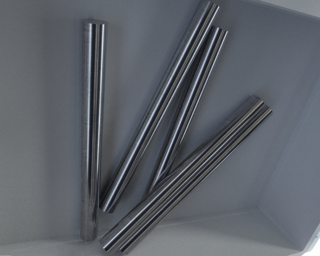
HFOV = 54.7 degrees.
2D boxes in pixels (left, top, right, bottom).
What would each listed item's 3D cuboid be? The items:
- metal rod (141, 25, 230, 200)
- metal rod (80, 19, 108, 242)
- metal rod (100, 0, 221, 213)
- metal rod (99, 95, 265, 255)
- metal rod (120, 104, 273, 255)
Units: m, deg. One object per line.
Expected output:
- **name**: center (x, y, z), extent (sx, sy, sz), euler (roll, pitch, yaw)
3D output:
- **metal rod**: center (0.022, 0.010, 0.426), extent (0.025, 0.025, 0.298), euler (7, 115, -32)
- **metal rod**: center (-0.083, 0.024, 0.377), extent (0.025, 0.025, 0.298), euler (-6, 121, -25)
- **metal rod**: center (-0.008, -0.015, 0.394), extent (0.025, 0.025, 0.298), euler (16, 110, -35)
- **metal rod**: center (0.037, 0.059, 0.437), extent (0.301, 0.025, 0.025), euler (-42, 130, -10)
- **metal rod**: center (0.055, 0.071, 0.460), extent (0.301, 0.025, 0.025), euler (-42, 130, -8)
